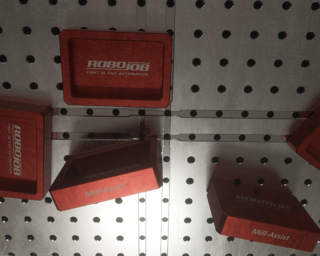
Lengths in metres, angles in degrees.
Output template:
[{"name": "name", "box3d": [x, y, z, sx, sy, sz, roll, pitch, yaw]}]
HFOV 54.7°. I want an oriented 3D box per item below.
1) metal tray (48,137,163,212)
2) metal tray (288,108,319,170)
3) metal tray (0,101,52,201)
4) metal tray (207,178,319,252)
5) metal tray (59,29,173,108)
[{"name": "metal tray", "box3d": [-0.063, 0.056, 0.398, 0.131, 0.090, 0.030, -14, 110, 4]}, {"name": "metal tray", "box3d": [0.256, 0.028, 0.424, 0.130, 0.030, 0.090, 35, 106, -12]}, {"name": "metal tray", "box3d": [-0.198, 0.032, 0.419, 0.091, 0.030, 0.129, 7, 110, -3]}, {"name": "metal tray", "box3d": [0.136, 0.116, 0.423, 0.131, 0.090, 0.030, 13, 110, -5]}, {"name": "metal tray", "box3d": [-0.052, -0.073, 0.382, 0.131, 0.030, 0.089, 2, 110, -1]}]
